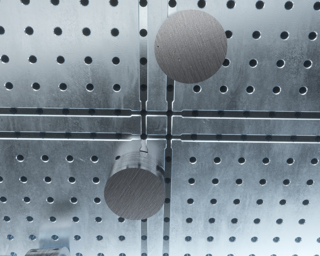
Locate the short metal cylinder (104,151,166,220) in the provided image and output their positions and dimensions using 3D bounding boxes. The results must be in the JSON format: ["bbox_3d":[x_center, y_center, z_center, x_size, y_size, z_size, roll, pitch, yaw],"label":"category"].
[{"bbox_3d":[-0.033,0.079,0.429,0.081,0.050,0.079,0,110,0],"label":"short metal cylinder"}]

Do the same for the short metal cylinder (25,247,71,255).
[{"bbox_3d":[-0.170,0.223,0.465,0.050,0.080,0.079,-4,110,1],"label":"short metal cylinder"}]

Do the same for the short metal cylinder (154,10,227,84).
[{"bbox_3d":[0.034,-0.097,0.365,0.081,0.050,0.079,0,110,0],"label":"short metal cylinder"}]
